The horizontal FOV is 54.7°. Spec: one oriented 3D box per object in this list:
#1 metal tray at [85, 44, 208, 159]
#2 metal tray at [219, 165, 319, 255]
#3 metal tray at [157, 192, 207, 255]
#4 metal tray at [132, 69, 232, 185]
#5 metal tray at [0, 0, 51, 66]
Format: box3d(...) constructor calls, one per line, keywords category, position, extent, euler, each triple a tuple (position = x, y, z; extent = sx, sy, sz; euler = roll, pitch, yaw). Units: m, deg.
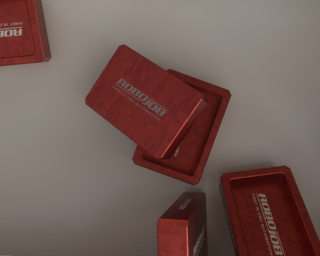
box3d(category="metal tray", position=(-0.020, -0.033, 0.381), extent=(0.130, 0.030, 0.090), euler=(36, 96, 22))
box3d(category="metal tray", position=(0.130, 0.113, 0.374), extent=(0.091, 0.030, 0.130), euler=(-7, 54, 0))
box3d(category="metal tray", position=(0.031, 0.132, 0.357), extent=(0.030, 0.130, 0.089), euler=(-2, 90, 16))
box3d(category="metal tray", position=(0.028, -0.001, 0.408), extent=(0.090, 0.030, 0.129), euler=(20, 90, 0))
box3d(category="metal tray", position=(-0.216, -0.124, 0.397), extent=(0.131, 0.030, 0.089), euler=(-6, 103, 0))
